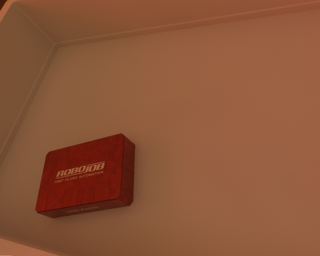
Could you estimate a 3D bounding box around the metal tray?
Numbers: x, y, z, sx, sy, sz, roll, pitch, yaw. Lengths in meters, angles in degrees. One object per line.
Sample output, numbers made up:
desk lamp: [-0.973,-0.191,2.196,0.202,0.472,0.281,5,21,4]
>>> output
metal tray: [-0.099,0.065,0.416,0.130,0.030,0.090,-14,56,20]
